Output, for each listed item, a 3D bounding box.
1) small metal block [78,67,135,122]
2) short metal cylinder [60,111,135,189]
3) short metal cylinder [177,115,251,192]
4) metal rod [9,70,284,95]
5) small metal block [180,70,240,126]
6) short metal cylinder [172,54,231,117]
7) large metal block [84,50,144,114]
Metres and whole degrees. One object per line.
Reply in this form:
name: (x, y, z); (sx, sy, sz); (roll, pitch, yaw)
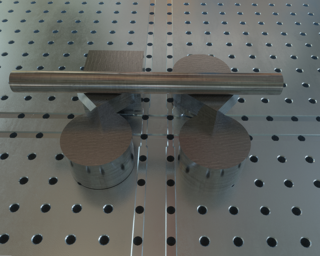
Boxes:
small metal block: (-0.067, -0.042, 0.378); (0.050, 0.025, 0.050); (-33, 57, -25)
short metal cylinder: (-0.072, 0.025, 0.369); (0.080, 0.050, 0.080); (0, 50, 0)
short metal cylinder: (0.062, 0.028, 0.368); (0.080, 0.050, 0.080); (0, 50, 0)
metal rod: (-0.015, -0.051, 0.353); (0.302, 0.025, 0.025); (1, 50, 0)
small metal block: (0.061, -0.038, 0.375); (0.050, 0.025, 0.050); (33, 57, 24)
short metal cylinder: (0.057, -0.061, 0.443); (0.080, 0.050, 0.080); (0, 50, 0)
large metal block: (-0.065, -0.067, 0.446); (0.080, 0.050, 0.080); (1, 50, 1)
